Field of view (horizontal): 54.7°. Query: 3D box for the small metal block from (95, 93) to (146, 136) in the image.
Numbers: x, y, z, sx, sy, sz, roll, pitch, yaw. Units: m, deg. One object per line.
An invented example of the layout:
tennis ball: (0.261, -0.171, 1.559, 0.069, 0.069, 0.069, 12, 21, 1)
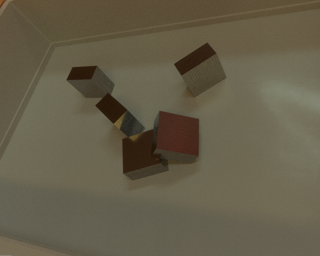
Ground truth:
small metal block: (-0.054, -0.015, 0.426, 0.025, 0.050, 0.050, -46, 52, -4)

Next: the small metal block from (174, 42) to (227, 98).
small metal block: (0.054, -0.075, 0.407, 0.050, 0.050, 0.025, -32, 52, 7)

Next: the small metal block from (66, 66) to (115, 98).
small metal block: (-0.109, -0.072, 0.489, 0.050, 0.050, 0.025, 3, 64, 29)

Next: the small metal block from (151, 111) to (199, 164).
small metal block: (0.018, 0.011, 0.371, 0.050, 0.025, 0.050, 11, 60, -12)

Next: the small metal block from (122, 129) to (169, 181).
small metal block: (-0.019, 0.034, 0.394, 0.050, 0.025, 0.050, -18, 55, 17)
